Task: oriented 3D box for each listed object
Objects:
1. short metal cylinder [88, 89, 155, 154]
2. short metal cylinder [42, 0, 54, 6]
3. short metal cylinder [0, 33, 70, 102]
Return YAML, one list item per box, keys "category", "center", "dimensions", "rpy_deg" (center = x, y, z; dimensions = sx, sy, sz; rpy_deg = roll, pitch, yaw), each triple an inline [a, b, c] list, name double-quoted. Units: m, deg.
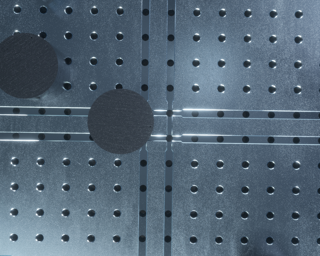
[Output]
- category: "short metal cylinder"
  center: [-0.048, -0.008, 0.400]
  dimensions: [0.081, 0.050, 0.079]
  rpy_deg: [0, 90, 0]
- category: "short metal cylinder"
  center: [-0.150, -0.202, 0.384]
  dimensions: [0.050, 0.080, 0.080]
  rpy_deg: [-41, 90, 0]
- category: "short metal cylinder"
  center: [-0.163, -0.075, 0.399]
  dimensions: [0.081, 0.050, 0.079]
  rpy_deg: [0, 90, 0]
